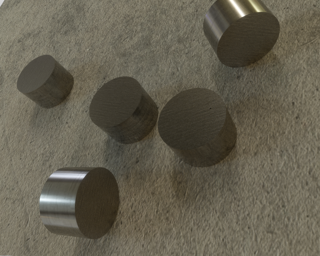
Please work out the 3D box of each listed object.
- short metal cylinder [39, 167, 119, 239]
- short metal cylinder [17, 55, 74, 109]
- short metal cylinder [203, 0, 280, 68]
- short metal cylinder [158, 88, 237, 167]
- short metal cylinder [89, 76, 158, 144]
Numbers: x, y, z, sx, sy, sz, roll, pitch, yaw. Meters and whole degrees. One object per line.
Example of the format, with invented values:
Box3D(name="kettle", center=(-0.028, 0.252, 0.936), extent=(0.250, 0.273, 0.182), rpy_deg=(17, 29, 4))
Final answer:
Box3D(name="short metal cylinder", center=(-0.092, 0.086, 0.364), extent=(0.050, 0.080, 0.080), rpy_deg=(-3, 60, 26))
Box3D(name="short metal cylinder", center=(-0.200, -0.081, 0.543), extent=(0.080, 0.050, 0.080), rpy_deg=(-13, 56, 21))
Box3D(name="short metal cylinder", center=(0.101, -0.124, 0.391), extent=(0.080, 0.080, 0.050), rpy_deg=(-27, 53, 11))
Box3D(name="short metal cylinder", center=(0.045, 0.000, 0.365), extent=(0.080, 0.050, 0.080), rpy_deg=(-13, 56, 21))
Box3D(name="short metal cylinder", center=(-0.049, -0.024, 0.429), extent=(0.080, 0.050, 0.080), rpy_deg=(-13, 56, 21))
